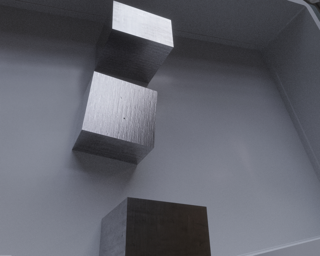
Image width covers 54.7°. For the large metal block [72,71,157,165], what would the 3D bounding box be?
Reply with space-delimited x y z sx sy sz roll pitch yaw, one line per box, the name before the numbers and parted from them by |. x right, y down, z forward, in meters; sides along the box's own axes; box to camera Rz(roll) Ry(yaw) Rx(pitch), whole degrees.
large metal block | -0.052 -0.010 0.369 0.081 0.050 0.080 16 55 -20

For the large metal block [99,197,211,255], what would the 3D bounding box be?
large metal block | -0.008 0.108 0.301 0.081 0.080 0.050 13 57 -22

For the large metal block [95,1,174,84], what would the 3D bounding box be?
large metal block | -0.037 -0.112 0.420 0.081 0.080 0.050 11 57 -23
